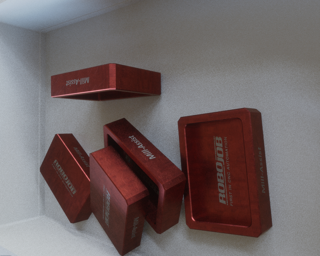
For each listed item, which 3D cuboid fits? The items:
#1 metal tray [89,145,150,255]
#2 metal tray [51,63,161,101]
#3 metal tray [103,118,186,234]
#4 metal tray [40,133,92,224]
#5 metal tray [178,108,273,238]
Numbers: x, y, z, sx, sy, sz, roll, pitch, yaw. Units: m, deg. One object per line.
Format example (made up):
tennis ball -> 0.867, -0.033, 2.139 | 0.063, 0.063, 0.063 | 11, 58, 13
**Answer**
metal tray -> -0.058, 0.098, 0.410 | 0.090, 0.030, 0.129 | 45, 142, 33
metal tray -> -0.075, -0.058, 0.423 | 0.130, 0.091, 0.030 | -1, 90, 39
metal tray -> -0.025, 0.057, 0.392 | 0.130, 0.030, 0.089 | 41, 140, 37
metal tray -> -0.150, 0.082, 0.524 | 0.130, 0.030, 0.089 | 46, 117, 30
metal tray -> 0.069, 0.047, 0.345 | 0.090, 0.030, 0.129 | -7, 85, 39
